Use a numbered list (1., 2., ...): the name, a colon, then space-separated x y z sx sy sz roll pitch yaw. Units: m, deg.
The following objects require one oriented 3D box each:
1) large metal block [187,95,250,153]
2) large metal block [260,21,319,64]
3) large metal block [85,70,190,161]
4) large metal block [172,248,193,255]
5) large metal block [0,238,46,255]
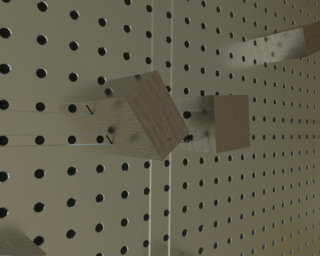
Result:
1. large metal block: 0.089 -0.008 0.466 0.081 0.050 0.080 -5 93 -40
2. large metal block: 0.250 -0.160 0.580 0.081 0.080 0.050 -26 107 -37
3. large metal block: -0.026 -0.013 0.351 0.050 0.080 0.080 -44 117 -31
4. large metal block: 0.049 0.225 0.433 0.080 0.050 0.080 35 68 -34
5. large metal block: -0.151 0.146 0.266 0.081 0.050 0.080 9 85 -40
